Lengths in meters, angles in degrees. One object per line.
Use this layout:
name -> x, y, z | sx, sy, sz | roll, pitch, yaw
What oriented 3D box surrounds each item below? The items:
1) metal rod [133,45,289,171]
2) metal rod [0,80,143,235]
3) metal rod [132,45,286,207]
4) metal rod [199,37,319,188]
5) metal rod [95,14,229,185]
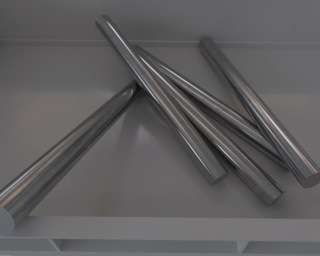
metal rod -> 0.059, -0.042, 0.440 | 0.025, 0.025, 0.300 | -36, 59, -26
metal rod -> -0.067, -0.003, 0.326 | 0.025, 0.025, 0.301 | 12, 26, 9
metal rod -> 0.040, -0.020, 0.411 | 0.025, 0.025, 0.300 | -29, 59, -22
metal rod -> 0.116, -0.045, 0.420 | 0.025, 0.025, 0.300 | -12, 44, -10
metal rod -> -0.010, -0.053, 0.418 | 0.025, 0.025, 0.299 | -26, 64, -20
